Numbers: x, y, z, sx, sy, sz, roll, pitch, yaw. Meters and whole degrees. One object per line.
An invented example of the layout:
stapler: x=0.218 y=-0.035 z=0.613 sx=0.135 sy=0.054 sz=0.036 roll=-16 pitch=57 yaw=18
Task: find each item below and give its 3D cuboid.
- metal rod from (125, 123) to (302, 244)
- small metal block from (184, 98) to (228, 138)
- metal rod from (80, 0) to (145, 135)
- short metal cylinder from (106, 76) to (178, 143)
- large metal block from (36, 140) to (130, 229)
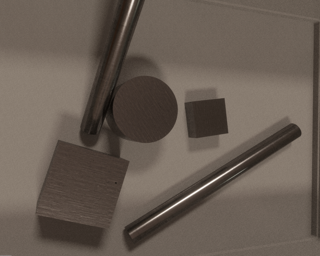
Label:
metal rod: x=0.087 y=0.071 z=0.444 sx=0.302 sy=0.025 sz=0.025 roll=-28 pitch=100 yaw=-18
small metal block: x=0.065 y=-0.014 z=0.436 sx=0.050 sy=0.025 sz=0.050 roll=-8 pitch=93 yaw=-20
metal rod: x=-0.032 y=-0.121 z=0.315 sx=0.025 sy=0.025 sz=0.298 roll=13 pitch=119 yaw=-20
short metal cylinder: x=-0.025 y=-0.022 z=0.389 sx=0.081 sy=0.050 sz=0.079 roll=0 pitch=90 yaw=-21
large metal block: x=-0.091 y=0.064 z=0.364 sx=0.081 sy=0.050 sz=0.080 roll=19 pitch=84 yaw=-20
